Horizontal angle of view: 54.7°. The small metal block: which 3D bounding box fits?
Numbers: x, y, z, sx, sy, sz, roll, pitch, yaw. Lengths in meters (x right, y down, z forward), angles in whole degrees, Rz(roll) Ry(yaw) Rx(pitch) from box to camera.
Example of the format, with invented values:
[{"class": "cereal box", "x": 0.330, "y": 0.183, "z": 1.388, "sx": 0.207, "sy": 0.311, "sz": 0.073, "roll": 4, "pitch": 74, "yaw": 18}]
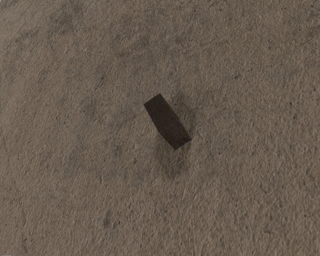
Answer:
[{"class": "small metal block", "x": 0.010, "y": -0.007, "z": 0.386, "sx": 0.025, "sy": 0.050, "sz": 0.050, "roll": -34, "pitch": 52, "yaw": 6}]
